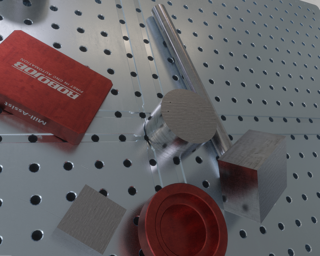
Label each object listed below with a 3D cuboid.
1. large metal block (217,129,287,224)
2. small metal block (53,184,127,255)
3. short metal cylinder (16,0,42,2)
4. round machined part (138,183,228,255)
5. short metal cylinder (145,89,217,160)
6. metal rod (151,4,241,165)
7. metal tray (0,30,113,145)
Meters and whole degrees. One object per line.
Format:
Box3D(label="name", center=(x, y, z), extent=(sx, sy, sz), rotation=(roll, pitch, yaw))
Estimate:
Box3D(label="large metal block", center=(0.121, 0.059, 0.395), extent=(0.081, 0.050, 0.079), rotation=(-35, 124, -38))
Box3D(label="small metal block", center=(-0.070, 0.094, 0.313), extent=(0.050, 0.025, 0.050), rotation=(34, 51, -6))
Box3D(label="short metal cylinder", center=(-0.189, -0.222, 0.425), extent=(0.081, 0.050, 0.080), rotation=(14, 56, -21))
Box3D(label="round machined part", center=(0.021, 0.114, 0.340), extent=(0.099, 0.042, 0.098), rotation=(14, 56, -21))
Box3D(label="short metal cylinder", center=(0.027, -0.005, 0.410), extent=(0.081, 0.050, 0.080), rotation=(14, 56, -21))
Box3D(label="metal rod", center=(0.050, -0.072, 0.479), extent=(0.025, 0.025, 0.299), rotation=(-9, 66, -32))
Box3D(label="metal tray", center=(-0.133, -0.049, 0.363), extent=(0.131, 0.030, 0.090), rotation=(29, 52, -10))
